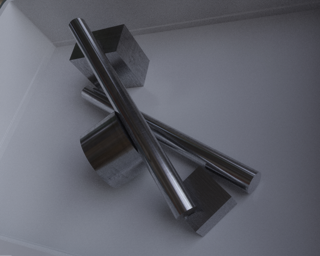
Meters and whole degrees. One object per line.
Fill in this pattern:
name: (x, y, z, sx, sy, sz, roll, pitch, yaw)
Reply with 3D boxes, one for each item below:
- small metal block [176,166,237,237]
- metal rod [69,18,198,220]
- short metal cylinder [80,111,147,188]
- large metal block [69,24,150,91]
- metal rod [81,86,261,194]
small metal block: (0.044, 0.078, 0.332, 0.050, 0.025, 0.050, -44, 51, -3)
metal rod: (-0.045, -0.030, 0.370, 0.025, 0.025, 0.299, -35, 64, 5)
short metal cylinder: (-0.051, 0.025, 0.377, 0.050, 0.080, 0.080, -35, 52, 5)
large metal block: (-0.073, -0.102, 0.469, 0.080, 0.080, 0.050, -4, 60, 26)
metal rod: (-0.009, 0.000, 0.407, 0.300, 0.025, 0.025, 28, 77, 37)
